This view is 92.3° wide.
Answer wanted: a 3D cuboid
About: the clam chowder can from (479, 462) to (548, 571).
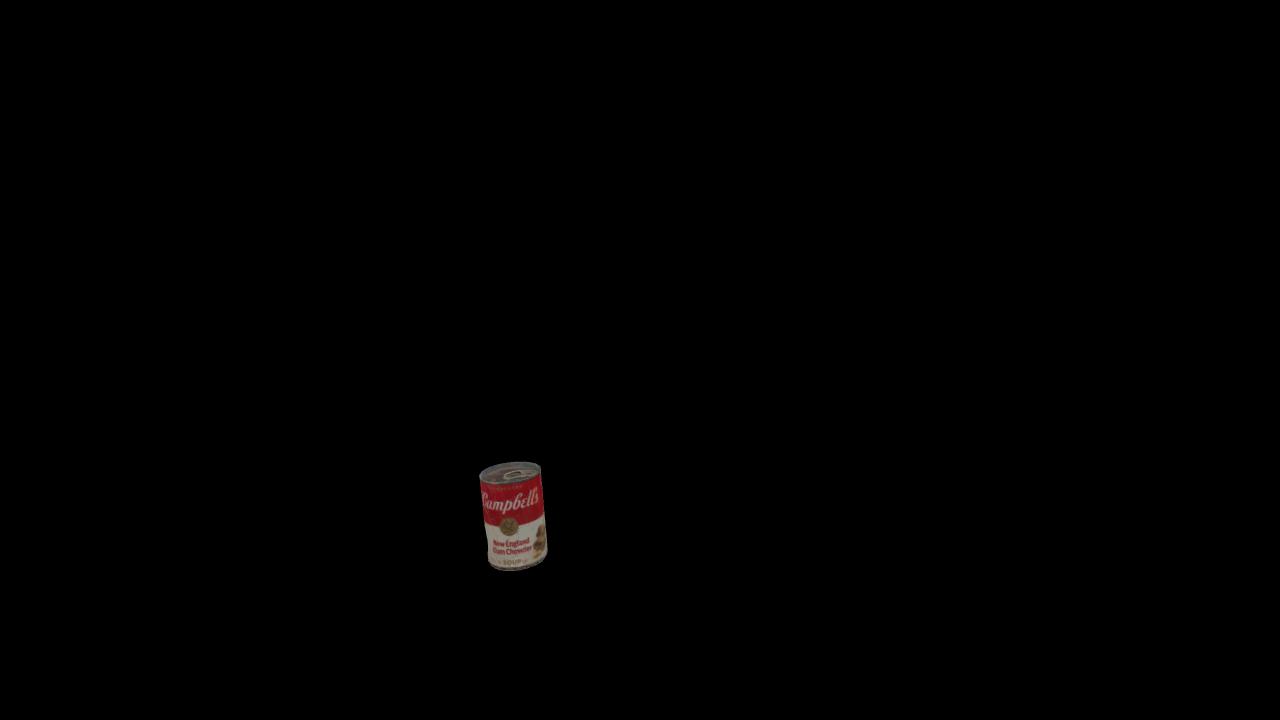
[{"bbox_3d":[-0.140,0.172,0.684,0.068,0.102,0.068,-3,10,1],"label":"clam chowder can"}]
